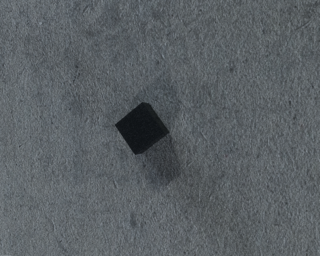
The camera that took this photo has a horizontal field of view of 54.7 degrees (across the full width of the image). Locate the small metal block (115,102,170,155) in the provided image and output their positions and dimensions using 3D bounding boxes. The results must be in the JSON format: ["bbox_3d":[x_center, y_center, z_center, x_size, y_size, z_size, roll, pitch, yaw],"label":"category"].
[{"bbox_3d":[-0.024,0.001,0.418,0.050,0.025,0.050,-38,78,15],"label":"small metal block"}]
